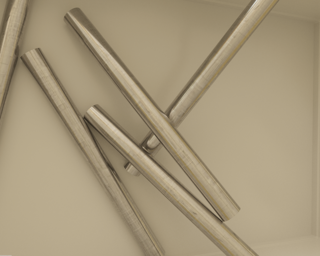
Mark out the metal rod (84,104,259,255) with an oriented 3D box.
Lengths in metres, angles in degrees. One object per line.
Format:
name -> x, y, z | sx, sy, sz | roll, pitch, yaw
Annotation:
metal rod -> 0.025, 0.080, 0.358 | 0.300, 0.025, 0.025 | 43, 75, 9

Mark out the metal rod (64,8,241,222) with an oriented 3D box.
metal rod -> -0.012, -0.019, 0.362 | 0.025, 0.025, 0.300 | -37, 85, -16

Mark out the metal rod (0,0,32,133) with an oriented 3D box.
metal rod -> -0.183, -0.031, 0.343 | 0.025, 0.025, 0.298 | 13, 86, -20

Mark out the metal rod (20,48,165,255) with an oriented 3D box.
metal rod -> -0.076, 0.042, 0.383 | 0.025, 0.025, 0.299 | -33, 101, -17

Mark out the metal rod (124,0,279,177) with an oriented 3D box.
metal rod -> 0.054, -0.061, 0.370 | 0.025, 0.025, 0.299 | 34, 102, -17
